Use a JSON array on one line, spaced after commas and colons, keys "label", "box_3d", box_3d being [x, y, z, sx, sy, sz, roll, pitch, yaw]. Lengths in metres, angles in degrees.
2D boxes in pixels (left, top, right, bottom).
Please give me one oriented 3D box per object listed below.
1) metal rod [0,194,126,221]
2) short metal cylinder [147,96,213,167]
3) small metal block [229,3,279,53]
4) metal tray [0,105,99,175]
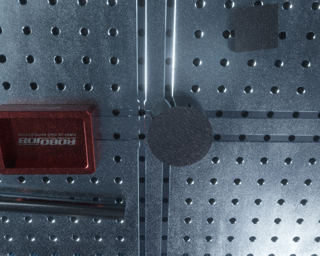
[{"label": "metal rod", "box_3d": [-0.201, 0.111, 0.451, 0.302, 0.025, 0.025, 5, 110, -3]}, {"label": "short metal cylinder", "box_3d": [0.025, 0.003, 0.402, 0.081, 0.050, 0.079, 0, 110, -1]}, {"label": "small metal block", "box_3d": [0.112, -0.120, 0.371, 0.050, 0.025, 0.050, -6, 110, 2]}, {"label": "metal tray", "box_3d": [-0.152, 0.016, 0.414, 0.131, 0.030, 0.089, 0, 110, -1]}]
